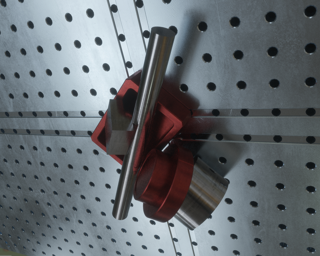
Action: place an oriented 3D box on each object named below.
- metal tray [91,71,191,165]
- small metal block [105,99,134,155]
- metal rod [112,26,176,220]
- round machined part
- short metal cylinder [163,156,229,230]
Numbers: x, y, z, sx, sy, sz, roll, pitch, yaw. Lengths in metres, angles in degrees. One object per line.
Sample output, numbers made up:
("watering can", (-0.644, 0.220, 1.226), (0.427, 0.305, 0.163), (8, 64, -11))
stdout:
("metal tray", (-0.030, -0.001, 0.421), (0.090, 0.030, 0.129), (40, 129, 0))
("small metal block", (-0.053, -0.001, 0.393), (0.025, 0.050, 0.050), (2, 140, -18))
("metal rod", (-0.030, 0.019, 0.398), (0.025, 0.025, 0.298), (25, 127, 12))
("round machined part", (-0.001, 0.064, 0.389), (0.042, 0.098, 0.097), (24, 130, -14))
("short metal cylinder", (0.043, 0.083, 0.402), (0.050, 0.080, 0.080), (40, 129, 1))
